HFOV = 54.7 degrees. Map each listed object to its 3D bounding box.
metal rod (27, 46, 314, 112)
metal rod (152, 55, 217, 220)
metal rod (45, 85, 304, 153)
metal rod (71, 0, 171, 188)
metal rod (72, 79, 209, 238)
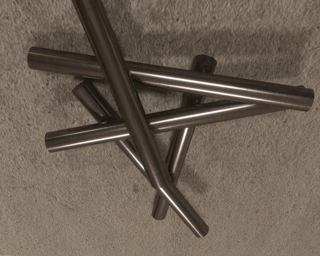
[{"bbox_3d":[0.009,-0.053,0.335,0.302,0.025,0.025,9,130,2],"label":"metal rod"},{"bbox_3d":[0.025,0.036,0.438,0.025,0.025,0.298,8,130,-7],"label":"metal rod"},{"bbox_3d":[0.016,-0.010,0.362,0.302,0.025,0.025,-10,130,3],"label":"metal rod"},{"bbox_3d":[-0.047,-0.064,0.306,0.025,0.025,0.298,-15,115,12],"label":"metal rod"},{"bbox_3d":[-0.013,0.058,0.430,0.025,0.025,0.300,-26,118,20],"label":"metal rod"}]
